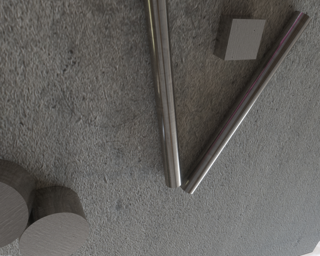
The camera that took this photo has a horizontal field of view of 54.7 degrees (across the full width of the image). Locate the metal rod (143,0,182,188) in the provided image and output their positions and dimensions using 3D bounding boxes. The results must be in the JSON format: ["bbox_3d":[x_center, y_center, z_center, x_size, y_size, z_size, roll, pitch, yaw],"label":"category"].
[{"bbox_3d":[0.006,-0.040,0.384,0.025,0.025,0.298,-19,126,-17],"label":"metal rod"}]

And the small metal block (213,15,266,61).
[{"bbox_3d":[0.099,-0.114,0.391,0.050,0.025,0.050,-8,122,-25],"label":"small metal block"}]

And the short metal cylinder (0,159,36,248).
[{"bbox_3d":[-0.178,0.079,0.328,0.081,0.050,0.079,-4,108,-12],"label":"short metal cylinder"}]

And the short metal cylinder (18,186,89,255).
[{"bbox_3d":[-0.136,0.120,0.391,0.081,0.050,0.079,-14,125,-21],"label":"short metal cylinder"}]

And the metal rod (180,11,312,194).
[{"bbox_3d":[0.117,-0.028,0.453,0.025,0.025,0.299,21,107,-36],"label":"metal rod"}]
